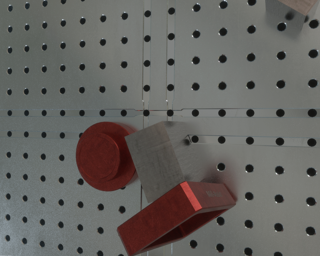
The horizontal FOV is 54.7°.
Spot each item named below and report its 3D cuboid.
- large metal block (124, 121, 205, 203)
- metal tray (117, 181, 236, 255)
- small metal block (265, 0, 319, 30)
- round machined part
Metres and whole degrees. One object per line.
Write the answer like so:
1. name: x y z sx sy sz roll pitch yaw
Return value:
1. large metal block: 0.009 0.038 0.380 0.050 0.080 0.080 -23 83 19
2. metal tray: 0.025 0.098 0.346 0.090 0.130 0.030 -38 65 16
3. small metal block: 0.147 -0.140 0.347 0.050 0.050 0.025 38 102 16
4. round machined part: -0.076 0.040 0.430 0.098 0.042 0.097 0 90 20
